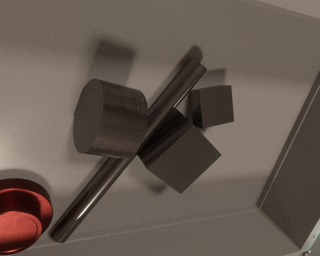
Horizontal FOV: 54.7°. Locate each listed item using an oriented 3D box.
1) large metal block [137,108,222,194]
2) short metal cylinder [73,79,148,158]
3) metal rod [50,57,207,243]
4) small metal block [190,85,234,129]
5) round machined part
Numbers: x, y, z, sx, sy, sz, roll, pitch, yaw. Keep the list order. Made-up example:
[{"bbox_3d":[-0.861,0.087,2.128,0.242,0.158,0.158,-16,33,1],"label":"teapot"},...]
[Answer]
[{"bbox_3d":[0.025,0.033,0.428,0.080,0.050,0.080,-44,130,2],"label":"large metal block"},{"bbox_3d":[-0.056,-0.009,0.338,0.050,0.080,0.079,11,113,-34],"label":"short metal cylinder"},{"bbox_3d":[-0.045,0.034,0.406,0.025,0.025,0.299,34,99,-39],"label":"metal rod"},{"bbox_3d":[0.071,-0.030,0.420,0.050,0.025,0.050,-12,103,-23],"label":"small metal block"},{"bbox_3d":[-0.179,0.112,0.370,0.099,0.042,0.097,-14,125,-21],"label":"round machined part"}]
